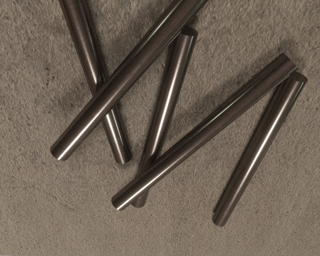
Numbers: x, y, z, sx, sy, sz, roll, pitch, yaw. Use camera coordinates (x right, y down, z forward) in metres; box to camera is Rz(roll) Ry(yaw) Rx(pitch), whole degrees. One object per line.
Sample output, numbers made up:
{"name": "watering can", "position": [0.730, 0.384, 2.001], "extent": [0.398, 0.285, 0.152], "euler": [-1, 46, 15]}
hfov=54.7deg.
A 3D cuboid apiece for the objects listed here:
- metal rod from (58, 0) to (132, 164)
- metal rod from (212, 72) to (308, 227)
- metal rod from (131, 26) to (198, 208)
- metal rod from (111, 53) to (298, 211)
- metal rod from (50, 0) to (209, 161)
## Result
{"name": "metal rod", "position": [-0.074, -0.070, 0.346], "extent": [0.025, 0.025, 0.298], "euler": [-7, 130, 5]}
{"name": "metal rod", "position": [0.132, 0.052, 0.453], "extent": [0.025, 0.025, 0.298], "euler": [8, 130, -7]}
{"name": "metal rod", "position": [-0.004, 0.010, 0.415], "extent": [0.025, 0.025, 0.298], "euler": [9, 130, -8]}
{"name": "metal rod", "position": [0.042, 0.018, 0.400], "extent": [0.025, 0.025, 0.299], "euler": [37, 114, -27]}
{"name": "metal rod", "position": [-0.026, -0.067, 0.325], "extent": [0.025, 0.025, 0.299], "euler": [34, 115, -26]}
